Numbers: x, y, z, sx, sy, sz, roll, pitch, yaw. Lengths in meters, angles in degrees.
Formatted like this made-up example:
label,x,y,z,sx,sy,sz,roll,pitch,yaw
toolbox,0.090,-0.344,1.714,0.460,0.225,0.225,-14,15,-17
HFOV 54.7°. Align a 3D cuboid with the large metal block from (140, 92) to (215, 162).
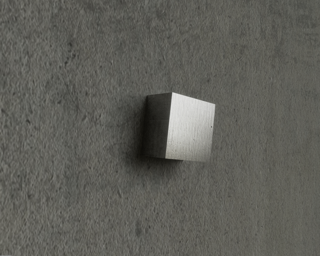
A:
label,x,y,z,sx,sy,sz,roll,pitch,yaw
large metal block,0.025,0.002,0.413,0.081,0.050,0.080,10,84,-40
